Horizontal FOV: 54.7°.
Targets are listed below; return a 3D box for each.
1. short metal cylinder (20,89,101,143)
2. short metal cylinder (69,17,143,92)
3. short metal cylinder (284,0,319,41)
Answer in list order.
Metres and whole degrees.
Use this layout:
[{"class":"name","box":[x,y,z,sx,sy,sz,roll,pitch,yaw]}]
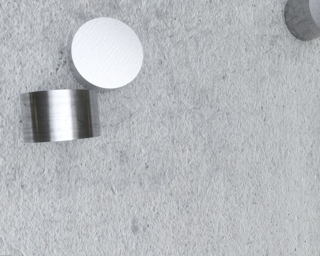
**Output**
[{"class":"short metal cylinder","box":[-0.108,-0.013,0.340,0.081,0.080,0.050,-5,92,-20]},{"class":"short metal cylinder","box":[-0.066,-0.084,0.371,0.081,0.050,0.080,0,90,-20]},{"class":"short metal cylinder","box":[0.245,-0.182,0.485,0.081,0.050,0.080,0,90,-20]}]
